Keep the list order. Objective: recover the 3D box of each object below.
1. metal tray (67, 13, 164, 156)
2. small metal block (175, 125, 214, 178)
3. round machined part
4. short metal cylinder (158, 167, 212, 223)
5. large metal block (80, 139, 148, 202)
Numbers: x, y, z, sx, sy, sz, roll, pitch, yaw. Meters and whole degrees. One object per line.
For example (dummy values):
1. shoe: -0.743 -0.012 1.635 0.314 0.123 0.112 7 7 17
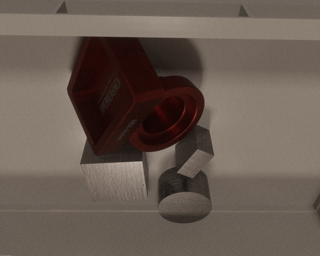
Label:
1. metal tray: -0.052 -0.037 0.308 0.030 0.090 0.129 -18 164 -33
2. small metal block: 0.045 0.031 0.420 0.025 0.050 0.050 23 126 -19
3. round machined part: 0.000 -0.021 0.362 0.099 0.042 0.097 -23 143 -19
4. short metal cylinder: 0.037 0.105 0.482 0.081 0.050 0.079 0 130 0
5. large metal block: -0.060 0.059 0.442 0.080 0.050 0.079 -3 130 2
